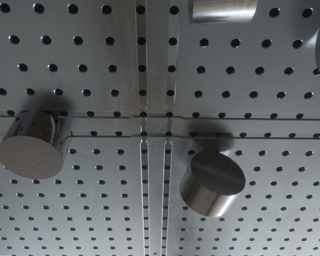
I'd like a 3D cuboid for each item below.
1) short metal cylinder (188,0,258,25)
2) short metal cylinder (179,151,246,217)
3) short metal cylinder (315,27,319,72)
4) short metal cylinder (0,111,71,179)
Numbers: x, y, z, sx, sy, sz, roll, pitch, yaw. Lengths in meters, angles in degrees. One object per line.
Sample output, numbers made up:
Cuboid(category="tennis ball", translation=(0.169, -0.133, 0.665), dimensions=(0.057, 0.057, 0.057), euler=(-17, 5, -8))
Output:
Cuboid(category="short metal cylinder", translation=(0.051, -0.131, 0.265), dimensions=(0.050, 0.080, 0.079), euler=(-2, 130, 2))
Cuboid(category="short metal cylinder", translation=(0.074, 0.079, 0.443), dimensions=(0.081, 0.080, 0.050), euler=(12, 129, -10))
Cuboid(category="short metal cylinder", translation=(0.199, -0.086, 0.304), dimensions=(0.050, 0.080, 0.079), euler=(4, 130, -3))
Cuboid(category="short metal cylinder", translation=(-0.165, 0.023, 0.413), dimensions=(0.081, 0.050, 0.079), euler=(0, 130, 0))
